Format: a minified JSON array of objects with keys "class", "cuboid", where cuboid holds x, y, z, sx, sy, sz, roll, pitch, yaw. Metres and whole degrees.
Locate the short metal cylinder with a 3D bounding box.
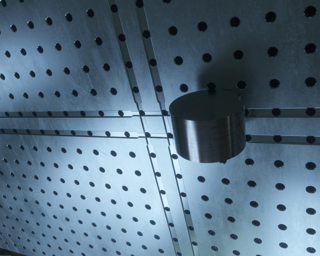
[{"class":"short metal cylinder","cuboid":[0.053,-0.004,0.344,0.080,0.080,0.050,4,120,26]}]
